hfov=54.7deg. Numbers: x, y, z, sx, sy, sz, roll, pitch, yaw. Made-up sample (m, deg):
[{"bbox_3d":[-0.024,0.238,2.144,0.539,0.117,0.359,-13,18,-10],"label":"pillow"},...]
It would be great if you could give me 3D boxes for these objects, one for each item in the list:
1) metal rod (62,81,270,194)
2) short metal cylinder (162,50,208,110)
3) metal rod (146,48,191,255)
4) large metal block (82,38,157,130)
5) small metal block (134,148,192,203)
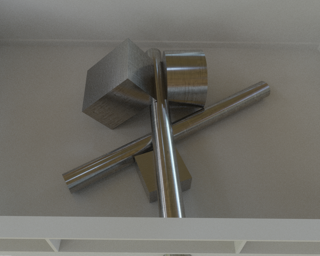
[{"bbox_3d":[0.023,0.003,0.400,0.302,0.025,0.025,-25,55,-20],"label":"metal rod"},{"bbox_3d":[0.031,-0.065,0.422,0.050,0.080,0.080,-2,50,-4],"label":"short metal cylinder"},{"bbox_3d":[0.002,0.003,0.367,0.025,0.025,0.300,-4,49,-3],"label":"metal rod"},{"bbox_3d":[-0.053,-0.057,0.409,0.080,0.050,0.080,-31,44,27],"label":"large metal block"},{"bbox_3d":[0.003,0.052,0.360,0.050,0.025,0.050,-17,52,-14],"label":"small metal block"}]
